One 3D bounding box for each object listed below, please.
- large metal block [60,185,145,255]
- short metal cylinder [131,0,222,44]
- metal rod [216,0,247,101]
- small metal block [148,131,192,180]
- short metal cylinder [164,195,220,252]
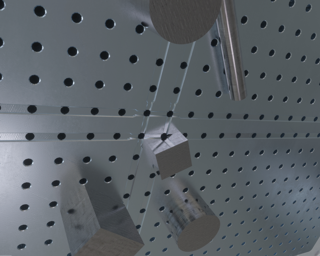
[{"bbox_3d":[-0.078,0.134,0.416,0.050,0.080,0.080,-47,129,5],"label":"large metal block"},{"bbox_3d":[0.016,-0.133,0.321,0.081,0.050,0.079,-14,124,-21],"label":"short metal cylinder"},{"bbox_3d":[0.070,-0.157,0.352,0.025,0.025,0.299,-29,128,-10],"label":"metal rod"},{"bbox_3d":[0.015,0.040,0.445,0.050,0.025,0.050,-23,127,-15],"label":"small metal block"},{"bbox_3d":[0.054,0.161,0.525,0.081,0.050,0.079,-14,124,-21],"label":"short metal cylinder"}]
